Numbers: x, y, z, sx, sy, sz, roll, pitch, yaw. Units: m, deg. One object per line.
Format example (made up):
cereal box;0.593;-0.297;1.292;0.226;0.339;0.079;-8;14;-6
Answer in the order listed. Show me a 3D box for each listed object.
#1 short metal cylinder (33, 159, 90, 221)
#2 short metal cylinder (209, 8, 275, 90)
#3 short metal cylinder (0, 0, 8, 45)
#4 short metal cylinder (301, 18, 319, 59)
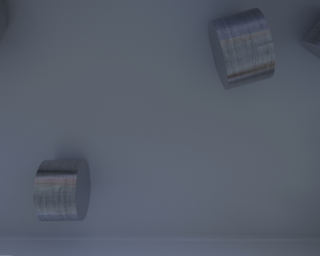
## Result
short metal cylinder;-0.126;0.082;0.410;0.050;0.080;0.079;-1;110;0
short metal cylinder;0.090;-0.088;0.351;0.050;0.080;0.080;-15;110;5
short metal cylinder;-0.213;-0.115;0.335;0.081;0.050;0.080;-6;140;-5
short metal cylinder;0.211;-0.098;0.349;0.080;0.080;0.050;30;107;-11
